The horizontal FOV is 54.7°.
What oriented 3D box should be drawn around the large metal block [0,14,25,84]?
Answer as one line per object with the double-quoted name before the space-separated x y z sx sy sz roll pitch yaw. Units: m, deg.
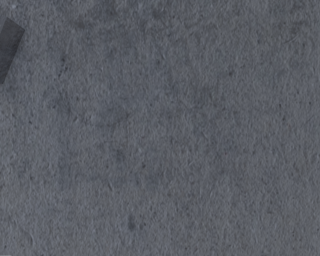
"large metal block" -0.235 -0.111 0.394 0.080 0.050 0.080 22 90 -1
